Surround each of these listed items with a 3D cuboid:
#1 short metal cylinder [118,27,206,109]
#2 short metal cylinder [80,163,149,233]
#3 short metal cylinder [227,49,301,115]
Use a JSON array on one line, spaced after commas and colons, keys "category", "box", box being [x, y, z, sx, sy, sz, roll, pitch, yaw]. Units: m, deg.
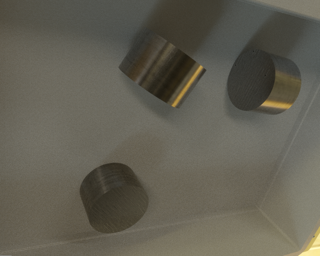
[{"category": "short metal cylinder", "box": [0.003, -0.065, 0.336, 0.080, 0.080, 0.050, 27, 104, -38]}, {"category": "short metal cylinder", "box": [-0.062, 0.094, 0.418, 0.081, 0.050, 0.079, -14, 125, -21]}, {"category": "short metal cylinder", "box": [0.137, -0.060, 0.413, 0.050, 0.080, 0.079, 6, 116, -32]}]
